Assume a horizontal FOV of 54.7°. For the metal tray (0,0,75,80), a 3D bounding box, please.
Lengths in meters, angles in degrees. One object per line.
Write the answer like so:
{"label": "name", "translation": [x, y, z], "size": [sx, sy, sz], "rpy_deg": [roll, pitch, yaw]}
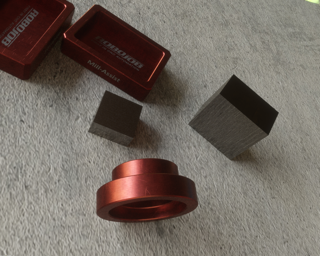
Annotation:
{"label": "metal tray", "translation": [-0.175, -0.130, 0.385], "size": [0.090, 0.030, 0.130], "rpy_deg": [27, 52, -12]}

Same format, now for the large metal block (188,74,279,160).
{"label": "large metal block", "translation": [0.100, -0.013, 0.430], "size": [0.080, 0.080, 0.050], "rpy_deg": [40, 51, -1]}

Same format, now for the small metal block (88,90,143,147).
{"label": "small metal block", "translation": [-0.054, -0.011, 0.382], "size": [0.050, 0.025, 0.050], "rpy_deg": [23, 53, -14]}

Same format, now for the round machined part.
{"label": "round machined part", "translation": [-0.013, 0.063, 0.312], "size": [0.099, 0.097, 0.042], "rpy_deg": [8, 58, -24]}

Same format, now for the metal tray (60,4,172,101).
{"label": "metal tray", "translation": [-0.058, -0.106, 0.434], "size": [0.130, 0.030, 0.090], "rpy_deg": [32, 52, -8]}
